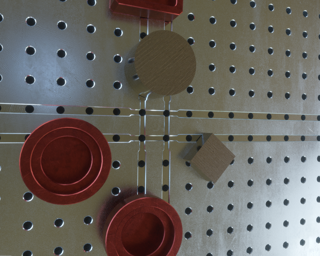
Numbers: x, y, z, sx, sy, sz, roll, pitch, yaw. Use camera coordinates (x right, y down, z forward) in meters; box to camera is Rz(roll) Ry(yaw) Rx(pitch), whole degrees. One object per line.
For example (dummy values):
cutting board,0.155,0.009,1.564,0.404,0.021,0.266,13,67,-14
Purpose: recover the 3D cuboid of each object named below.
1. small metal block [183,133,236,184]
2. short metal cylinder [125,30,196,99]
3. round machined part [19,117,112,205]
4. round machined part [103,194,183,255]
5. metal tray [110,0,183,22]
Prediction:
small metal block,0.070,0.042,0.440,0.050,0.025,0.050,44,76,-15
short metal cylinder,-0.001,-0.079,0.400,0.081,0.050,0.079,0,90,-20
round machined part,-0.110,0.037,0.364,0.099,0.042,0.097,0,90,-21
round machined part,-0.024,0.133,0.396,0.099,0.042,0.097,0,90,-21
metal tray,-0.015,-0.214,0.404,0.091,0.030,0.129,3,89,-21
